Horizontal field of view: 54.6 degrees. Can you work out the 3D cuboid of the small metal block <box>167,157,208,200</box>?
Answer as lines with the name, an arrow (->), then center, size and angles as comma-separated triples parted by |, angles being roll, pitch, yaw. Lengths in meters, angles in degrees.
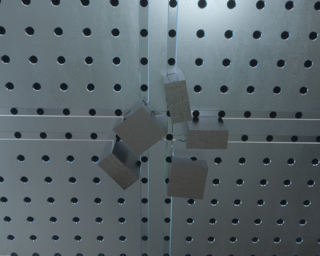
small metal block -> 0.038, 0.071, 0.440 | 0.050, 0.025, 0.050 | 6, 110, -2

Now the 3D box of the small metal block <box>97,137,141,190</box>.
small metal block -> -0.053, 0.047, 0.417 | 0.025, 0.050, 0.050 | -39, 106, 13

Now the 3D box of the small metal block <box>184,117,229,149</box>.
small metal block -> 0.058, 0.006, 0.402 | 0.050, 0.050, 0.025 | 1, 110, 0

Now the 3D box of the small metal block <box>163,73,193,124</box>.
small metal block -> 0.022, -0.038, 0.386 | 0.025, 0.050, 0.050 | -11, 110, 4

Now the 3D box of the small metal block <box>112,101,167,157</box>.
small metal block -> -0.026, 0.001, 0.414 | 0.050, 0.025, 0.050 | -38, 106, 12
